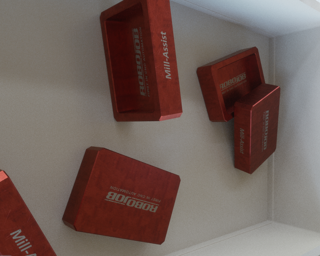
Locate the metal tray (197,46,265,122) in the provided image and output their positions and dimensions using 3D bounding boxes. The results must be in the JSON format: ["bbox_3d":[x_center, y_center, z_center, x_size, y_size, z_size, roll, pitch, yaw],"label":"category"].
[{"bbox_3d":[0.123,-0.074,0.508,0.131,0.030,0.089,-28,108,-37],"label":"metal tray"}]

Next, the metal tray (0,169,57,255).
[{"bbox_3d":[-0.124,0.093,0.261,0.030,0.090,0.129,-35,112,-35],"label":"metal tray"}]

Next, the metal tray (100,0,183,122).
[{"bbox_3d":[-0.023,-0.073,0.346,0.030,0.090,0.129,-12,98,-40],"label":"metal tray"}]

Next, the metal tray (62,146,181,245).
[{"bbox_3d":[-0.039,0.084,0.373,0.131,0.030,0.090,26,74,-37],"label":"metal tray"}]

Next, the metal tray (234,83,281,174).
[{"bbox_3d":[0.162,0.001,0.517,0.091,0.030,0.129,-32,128,-34],"label":"metal tray"}]
